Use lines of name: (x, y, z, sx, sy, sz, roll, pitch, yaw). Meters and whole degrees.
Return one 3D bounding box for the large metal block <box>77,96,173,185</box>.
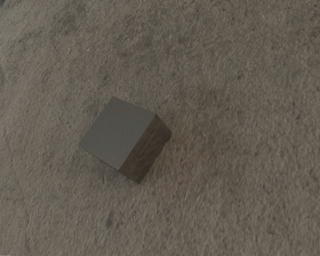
large metal block: (-0.045, 0.014, 0.404, 0.080, 0.050, 0.080, 24, 75, 36)
